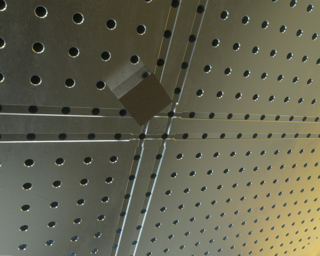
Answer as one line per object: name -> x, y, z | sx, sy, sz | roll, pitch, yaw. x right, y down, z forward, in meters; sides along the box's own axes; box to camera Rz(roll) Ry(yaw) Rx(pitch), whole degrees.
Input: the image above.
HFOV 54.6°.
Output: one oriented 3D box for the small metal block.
small metal block -> -0.021, -0.038, 0.376 | 0.050, 0.025, 0.050 | -39, 129, -2
